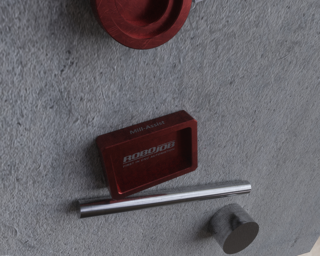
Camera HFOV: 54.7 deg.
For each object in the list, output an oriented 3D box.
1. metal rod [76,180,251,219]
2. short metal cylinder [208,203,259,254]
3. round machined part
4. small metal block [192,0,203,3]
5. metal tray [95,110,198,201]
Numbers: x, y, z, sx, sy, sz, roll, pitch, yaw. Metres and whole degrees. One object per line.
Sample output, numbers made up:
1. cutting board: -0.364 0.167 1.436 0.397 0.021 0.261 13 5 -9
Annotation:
1. metal rod: 0.023 0.108 0.488 0.303 0.025 0.025 -1 119 -29
2. short metal cylinder: 0.139 0.191 0.588 0.081 0.050 0.079 -14 125 -21
3. round machined part: -0.021 -0.131 0.304 0.099 0.042 0.097 -14 125 -21
4. small metal block: 0.049 -0.169 0.331 0.050 0.025 0.050 -25 128 -13
5. metal tray: -0.013 0.036 0.420 0.131 0.030 0.089 -18 126 -19
